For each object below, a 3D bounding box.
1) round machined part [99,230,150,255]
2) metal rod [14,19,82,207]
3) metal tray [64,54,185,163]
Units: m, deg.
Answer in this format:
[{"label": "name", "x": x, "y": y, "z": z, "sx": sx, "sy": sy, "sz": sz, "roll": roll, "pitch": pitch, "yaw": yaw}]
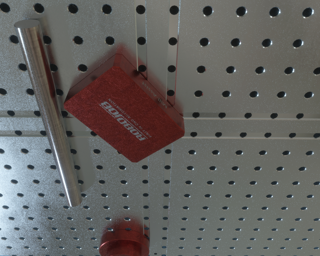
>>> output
[{"label": "round machined part", "x": -0.070, "y": 0.245, "z": 0.608, "sx": 0.099, "sy": 0.042, "sz": 0.097, "roll": 0, "pitch": 130, "yaw": 0}, {"label": "metal rod", "x": -0.139, "y": 0.006, "z": 0.415, "sx": 0.025, "sy": 0.025, "sz": 0.298, "roll": 0, "pitch": 130, "yaw": -1}, {"label": "metal tray", "x": -0.041, "y": -0.018, "z": 0.392, "sx": 0.090, "sy": 0.030, "sz": 0.130, "roll": -31, "pitch": 124, "yaw": 24}]
